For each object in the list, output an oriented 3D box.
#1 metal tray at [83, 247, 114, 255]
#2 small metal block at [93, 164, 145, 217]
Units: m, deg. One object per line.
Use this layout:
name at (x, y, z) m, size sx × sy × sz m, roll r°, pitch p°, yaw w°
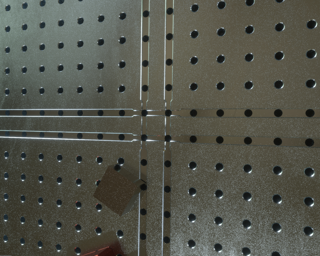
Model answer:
metal tray at (-0.091, 0.248, 0.440) m, size 0.090 × 0.030 × 0.129 m, roll -25°, pitch 82°, yaw 18°
small metal block at (-0.057, 0.086, 0.432) m, size 0.050 × 0.025 × 0.050 m, roll 32°, pitch 100°, yaw 17°
